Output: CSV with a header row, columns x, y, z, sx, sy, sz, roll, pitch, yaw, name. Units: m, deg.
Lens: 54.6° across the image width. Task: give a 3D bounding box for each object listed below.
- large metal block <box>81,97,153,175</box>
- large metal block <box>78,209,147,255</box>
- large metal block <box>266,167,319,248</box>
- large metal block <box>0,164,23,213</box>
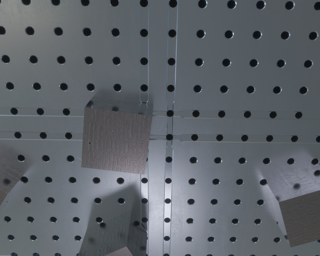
x,y,z,sx,sy,sz,roll,pitch,yaw,name
-0.054,0.009,0.403,0.080,0.050,0.079,7,110,-3,large metal block
-0.067,0.176,0.448,0.080,0.080,0.050,-26,108,9,large metal block
0.209,0.112,0.443,0.080,0.050,0.080,-19,109,6,large metal block
-0.255,0.088,0.430,0.080,0.050,0.080,33,107,-11,large metal block
